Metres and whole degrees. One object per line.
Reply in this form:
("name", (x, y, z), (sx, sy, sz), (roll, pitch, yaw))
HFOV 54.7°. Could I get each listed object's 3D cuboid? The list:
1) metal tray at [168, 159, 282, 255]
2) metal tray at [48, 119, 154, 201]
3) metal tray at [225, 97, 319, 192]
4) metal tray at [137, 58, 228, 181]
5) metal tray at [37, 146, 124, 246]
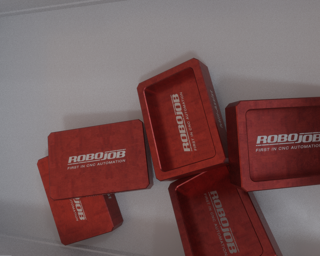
("metal tray", (0.066, 0.103, 0.347), (0.090, 0.030, 0.130), (-32, 45, 17))
("metal tray", (-0.080, 0.043, 0.412), (0.131, 0.030, 0.090), (-9, 77, 6))
("metal tray", (0.138, 0.014, 0.326), (0.131, 0.030, 0.089), (-3, 89, -10))
("metal tray", (0.027, -0.008, 0.379), (0.090, 0.030, 0.129), (-21, 72, 26))
("metal tray", (-0.117, 0.093, 0.449), (0.090, 0.030, 0.129), (-22, 83, 18))
